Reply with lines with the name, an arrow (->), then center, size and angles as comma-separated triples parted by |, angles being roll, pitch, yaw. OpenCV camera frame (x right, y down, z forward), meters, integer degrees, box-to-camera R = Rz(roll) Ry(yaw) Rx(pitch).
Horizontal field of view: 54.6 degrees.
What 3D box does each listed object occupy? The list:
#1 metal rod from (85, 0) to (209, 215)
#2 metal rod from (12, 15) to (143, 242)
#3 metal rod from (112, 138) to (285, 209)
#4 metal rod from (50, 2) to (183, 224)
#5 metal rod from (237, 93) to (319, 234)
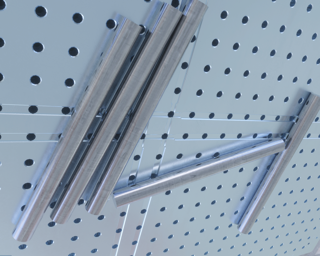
metal rod -> -0.024, -0.014, 0.388 | 0.025, 0.025, 0.298 | 17, 110, -35
metal rod -> -0.103, 0.013, 0.362 | 0.025, 0.025, 0.299 | 20, 108, -36
metal rod -> 0.072, 0.065, 0.489 | 0.302, 0.025, 0.025 | -15, 125, -20
metal rod -> -0.060, -0.006, 0.374 | 0.025, 0.025, 0.299 | 20, 108, -36
metal rod -> 0.217, 0.076, 0.575 | 0.025, 0.025, 0.298 | 7, 115, -32
